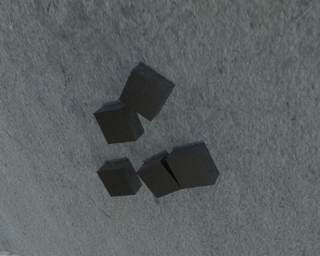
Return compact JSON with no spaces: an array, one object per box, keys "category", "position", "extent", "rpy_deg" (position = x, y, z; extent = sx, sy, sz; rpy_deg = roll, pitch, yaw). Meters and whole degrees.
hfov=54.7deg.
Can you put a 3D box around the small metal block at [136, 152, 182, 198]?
[{"category":"small metal block","position":[0.003,0.069,0.446],"extent":[0.050,0.025,0.050],"rpy_deg":[-30,102,37]}]

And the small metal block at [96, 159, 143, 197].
[{"category":"small metal block","position":[-0.064,0.079,0.488],"extent":[0.050,0.025,0.050],"rpy_deg":[-12,112,33]}]

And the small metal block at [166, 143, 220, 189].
[{"category":"small metal block","position":[0.044,0.052,0.415],"extent":[0.050,0.025,0.050],"rpy_deg":[-16,110,34]}]

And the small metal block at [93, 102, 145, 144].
[{"category":"small metal block","position":[-0.056,-0.007,0.431],"extent":[0.050,0.025,0.050],"rpy_deg":[-8,115,31]}]

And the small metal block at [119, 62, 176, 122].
[{"category":"small metal block","position":[-0.017,-0.044,0.387],"extent":[0.050,0.025,0.050],"rpy_deg":[35,129,4]}]
